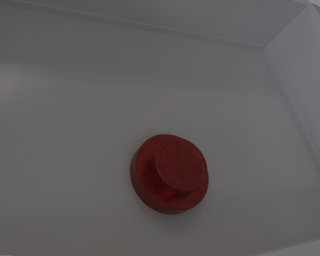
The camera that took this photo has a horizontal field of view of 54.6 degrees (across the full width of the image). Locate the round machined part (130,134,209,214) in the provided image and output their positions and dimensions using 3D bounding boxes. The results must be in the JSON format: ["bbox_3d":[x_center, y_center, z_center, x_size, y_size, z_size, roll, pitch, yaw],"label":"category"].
[{"bbox_3d":[0.017,0.050,0.373,0.099,0.042,0.098,13,56,-21],"label":"round machined part"}]
